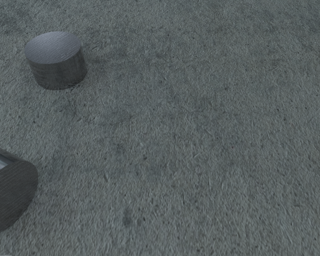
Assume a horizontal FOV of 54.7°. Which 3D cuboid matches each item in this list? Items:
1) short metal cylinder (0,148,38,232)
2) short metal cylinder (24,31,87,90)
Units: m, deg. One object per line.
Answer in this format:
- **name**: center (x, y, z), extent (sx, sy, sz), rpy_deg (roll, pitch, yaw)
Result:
- **short metal cylinder**: center (-0.173, 0.061, 0.315), extent (0.050, 0.080, 0.080), rpy_deg (21, 53, 17)
- **short metal cylinder**: center (-0.157, -0.103, 0.473), extent (0.080, 0.050, 0.080), rpy_deg (0, 50, 0)
